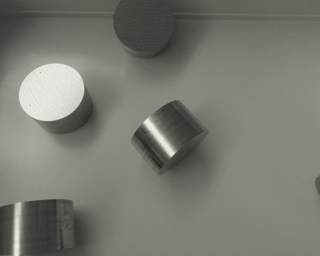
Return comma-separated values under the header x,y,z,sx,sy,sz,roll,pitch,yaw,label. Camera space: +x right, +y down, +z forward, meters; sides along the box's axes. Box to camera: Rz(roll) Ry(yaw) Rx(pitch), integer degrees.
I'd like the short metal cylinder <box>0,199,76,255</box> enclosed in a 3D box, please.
x,y,z,sx,sy,sz,roll,pitch,yaw,label
-0.135,0.111,0.339,0.081,0.080,0.050,-8,71,-3,short metal cylinder

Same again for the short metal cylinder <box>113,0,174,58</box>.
x,y,z,sx,sy,sz,roll,pitch,yaw,label
-0.022,-0.142,0.433,0.081,0.050,0.079,0,94,-2,short metal cylinder

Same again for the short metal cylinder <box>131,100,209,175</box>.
x,y,z,sx,sy,sz,roll,pitch,yaw,label
0.012,0.012,0.376,0.080,0.080,0.050,-38,75,-13,short metal cylinder

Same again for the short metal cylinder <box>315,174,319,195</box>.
x,y,z,sx,sy,sz,roll,pitch,yaw,label
0.231,0.069,0.357,0.050,0.080,0.080,-39,75,-13,short metal cylinder

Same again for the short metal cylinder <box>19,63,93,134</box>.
x,y,z,sx,sy,sz,roll,pitch,yaw,label
-0.135,-0.037,0.409,0.081,0.050,0.080,0,70,0,short metal cylinder
